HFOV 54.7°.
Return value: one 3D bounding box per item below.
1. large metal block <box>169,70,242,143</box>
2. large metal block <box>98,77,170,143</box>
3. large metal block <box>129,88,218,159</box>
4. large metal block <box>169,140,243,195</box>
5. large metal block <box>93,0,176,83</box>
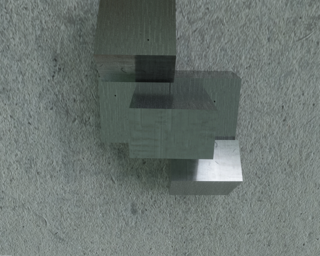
[{"bbox_3d":[0.051,-0.028,0.386,0.081,0.050,0.079,1,110,-1],"label":"large metal block"},{"bbox_3d":[-0.030,-0.028,0.385,0.081,0.050,0.079,1,110,-1],"label":"large metal block"},{"bbox_3d":[0.011,-0.008,0.326,0.081,0.080,0.050,1,110,-1],"label":"large metal block"},{"bbox_3d":[0.053,0.053,0.395,0.081,0.080,0.050,0,66,-1],"label":"large metal block"},{"bbox_3d":[-0.024,-0.098,0.339,0.081,0.050,0.080,1,66,0],"label":"large metal block"}]
